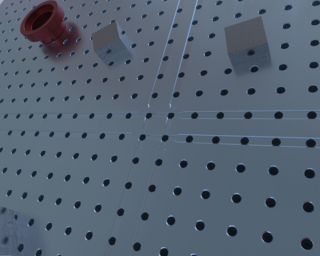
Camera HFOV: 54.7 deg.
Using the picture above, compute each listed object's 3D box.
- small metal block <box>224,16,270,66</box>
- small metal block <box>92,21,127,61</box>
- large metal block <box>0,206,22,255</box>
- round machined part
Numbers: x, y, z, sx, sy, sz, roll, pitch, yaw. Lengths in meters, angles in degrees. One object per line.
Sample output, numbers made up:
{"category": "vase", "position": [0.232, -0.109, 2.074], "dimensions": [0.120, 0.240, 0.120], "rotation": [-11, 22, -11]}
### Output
{"category": "small metal block", "position": [0.117, -0.117, 0.418], "dimensions": [0.050, 0.025, 0.050], "rotation": [-13, 56, 21]}
{"category": "small metal block", "position": [-0.090, -0.154, 0.548], "dimensions": [0.050, 0.025, 0.050], "rotation": [-24, 53, 13]}
{"category": "large metal block", "position": [-0.242, 0.161, 0.418], "dimensions": [0.080, 0.050, 0.080], "rotation": [-35, 51, 4]}
{"category": "round machined part", "position": [-0.242, -0.219, 0.655], "dimensions": [0.098, 0.042, 0.098], "rotation": [-13, 56, 20]}
